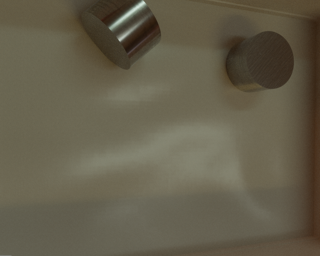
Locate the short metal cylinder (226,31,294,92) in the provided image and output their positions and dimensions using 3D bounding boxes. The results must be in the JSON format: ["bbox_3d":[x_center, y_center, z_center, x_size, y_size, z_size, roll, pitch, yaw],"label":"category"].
[{"bbox_3d":[0.144,-0.094,0.450,0.081,0.050,0.080,0,90,-20],"label":"short metal cylinder"}]

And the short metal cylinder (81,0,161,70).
[{"bbox_3d":[-0.045,-0.116,0.364,0.050,0.080,0.080,-45,104,-14],"label":"short metal cylinder"}]
